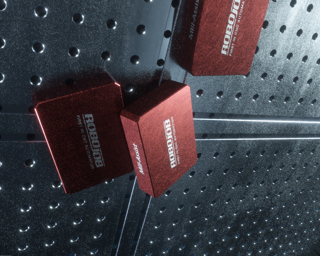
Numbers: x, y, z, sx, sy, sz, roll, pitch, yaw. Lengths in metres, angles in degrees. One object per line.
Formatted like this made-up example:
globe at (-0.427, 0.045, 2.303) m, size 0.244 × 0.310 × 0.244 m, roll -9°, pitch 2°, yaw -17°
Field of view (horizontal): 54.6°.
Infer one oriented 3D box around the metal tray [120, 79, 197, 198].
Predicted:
metal tray at (0.004, 0.015, 0.398) m, size 0.091 × 0.030 × 0.129 m, roll -37°, pitch 133°, yaw -33°

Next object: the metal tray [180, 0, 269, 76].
metal tray at (0.079, -0.129, 0.371) m, size 0.091 × 0.030 × 0.129 m, roll -6°, pitch 121°, yaw -25°

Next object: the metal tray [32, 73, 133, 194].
metal tray at (-0.085, 0.010, 0.367) m, size 0.091 × 0.030 × 0.129 m, roll -19°, pitch 126°, yaw -18°
